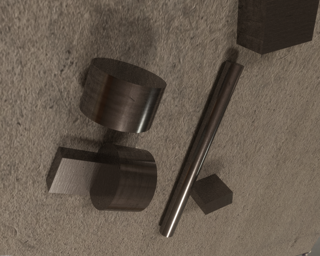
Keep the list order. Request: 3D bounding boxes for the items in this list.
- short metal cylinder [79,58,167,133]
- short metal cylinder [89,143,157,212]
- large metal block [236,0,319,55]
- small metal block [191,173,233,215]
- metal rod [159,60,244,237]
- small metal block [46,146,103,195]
[{"bbox_3d":[-0.039,-0.036,0.329,0.081,0.080,0.050,7,115,-32],"label":"short metal cylinder"},{"bbox_3d":[-0.047,0.062,0.385,0.050,0.080,0.080,14,111,-35],"label":"short metal cylinder"},{"bbox_3d":[0.145,-0.145,0.382,0.081,0.050,0.079,-19,126,-18],"label":"large metal block"},{"bbox_3d":[0.082,0.107,0.504,0.050,0.050,0.025,-18,126,-18],"label":"small metal block"},{"bbox_3d":[0.055,0.045,0.466,0.025,0.025,0.298,5,116,-31],"label":"metal rod"},{"bbox_3d":[-0.106,0.054,0.383,0.050,0.025,0.050,14,111,-34],"label":"small metal block"}]
